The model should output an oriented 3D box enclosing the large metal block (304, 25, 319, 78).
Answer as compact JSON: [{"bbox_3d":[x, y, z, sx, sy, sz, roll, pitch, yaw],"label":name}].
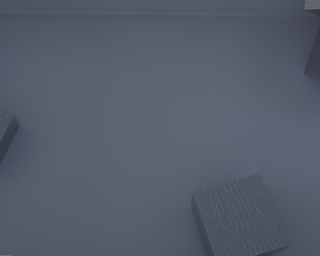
[{"bbox_3d":[0.237,-0.101,0.402,0.050,0.080,0.079,13,106,5],"label":"large metal block"}]

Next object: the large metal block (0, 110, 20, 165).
[{"bbox_3d":[-0.233,0.011,0.379,0.080,0.050,0.080,22,70,-11],"label":"large metal block"}]

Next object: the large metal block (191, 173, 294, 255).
[{"bbox_3d":[0.087,0.107,0.350,0.081,0.050,0.080,-15,59,-6],"label":"large metal block"}]

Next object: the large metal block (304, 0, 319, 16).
[{"bbox_3d":[0.222,-0.160,0.357,0.080,0.081,0.050,13,108,35],"label":"large metal block"}]
